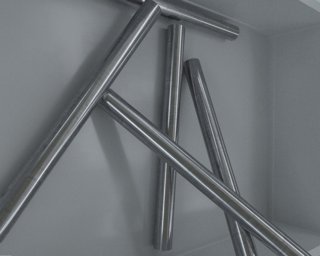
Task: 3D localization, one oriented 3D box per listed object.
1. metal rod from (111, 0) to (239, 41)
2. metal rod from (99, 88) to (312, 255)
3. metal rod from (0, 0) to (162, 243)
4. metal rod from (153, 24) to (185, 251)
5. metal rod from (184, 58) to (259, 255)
[{"bbox_3d":[0.005,-0.160,0.412,0.302,0.025,0.025,2,89,-40],"label":"metal rod"},{"bbox_3d":[0.051,0.060,0.351,0.300,0.025,0.025,40,61,2],"label":"metal rod"},{"bbox_3d":[-0.081,-0.025,0.328,0.025,0.025,0.300,43,67,-32],"label":"metal rod"},{"bbox_3d":[0.013,0.010,0.419,0.025,0.025,0.298,6,86,-40],"label":"metal rod"},{"bbox_3d":[0.077,0.042,0.397,0.025,0.025,0.299,6,63,-40],"label":"metal rod"}]
